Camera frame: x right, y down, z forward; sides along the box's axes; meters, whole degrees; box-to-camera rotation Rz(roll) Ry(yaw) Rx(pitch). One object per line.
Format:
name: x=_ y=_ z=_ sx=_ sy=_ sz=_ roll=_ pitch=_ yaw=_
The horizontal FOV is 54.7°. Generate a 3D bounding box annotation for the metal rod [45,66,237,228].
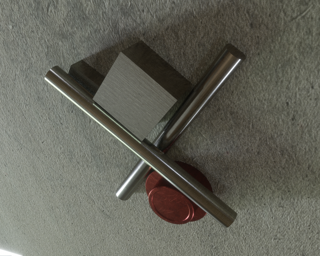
metal rod: x=-0.025 y=0.024 z=0.402 sx=0.300 sy=0.025 sz=0.025 roll=39 pitch=129 yaw=1

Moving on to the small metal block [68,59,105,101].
small metal block: x=-0.101 y=-0.057 z=0.426 sx=0.050 sy=0.025 sz=0.050 roll=37 pitch=129 yaw=3

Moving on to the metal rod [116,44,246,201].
metal rod: x=0.009 y=0.014 z=0.413 sx=0.025 sy=0.025 sz=0.298 roll=38 pitch=129 yaw=2

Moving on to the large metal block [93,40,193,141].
large metal block: x=-0.022 y=-0.045 z=0.376 sx=0.080 sy=0.050 sz=0.080 roll=41 pitch=129 yaw=0

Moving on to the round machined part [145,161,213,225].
round machined part: x=0.023 y=0.099 z=0.444 sx=0.098 sy=0.042 sz=0.097 roll=13 pitch=124 yaw=20
